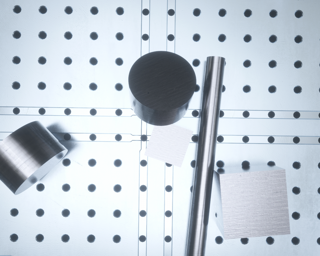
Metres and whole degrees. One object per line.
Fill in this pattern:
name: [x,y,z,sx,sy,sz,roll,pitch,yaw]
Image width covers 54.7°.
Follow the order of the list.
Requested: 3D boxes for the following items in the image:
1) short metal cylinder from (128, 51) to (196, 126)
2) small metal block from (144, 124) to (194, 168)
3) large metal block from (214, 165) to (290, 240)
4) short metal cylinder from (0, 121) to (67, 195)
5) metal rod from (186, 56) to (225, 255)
short metal cylinder: [0.002,-0.049,0.388,0.081,0.050,0.080,1,70,-3]
small metal block: [0.011,0.020,0.413,0.050,0.025,0.050,19,90,0]
large metal block: [0.116,0.093,0.402,0.080,0.050,0.080,-5,90,0]
short metal cylinder: [-0.163,0.036,0.385,0.080,0.080,0.050,-44,90,0]
metal rod: [0.059,0.055,0.413,0.025,0.025,0.298,6,90,0]
